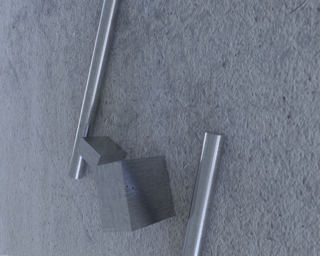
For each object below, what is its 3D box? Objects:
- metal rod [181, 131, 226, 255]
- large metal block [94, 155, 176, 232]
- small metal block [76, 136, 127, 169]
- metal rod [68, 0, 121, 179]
[{"bbox_3d":[0.039,0.152,0.373,0.025,0.025,0.298,16,100,39],"label":"metal rod"},{"bbox_3d":[-0.031,0.081,0.395,0.050,0.081,0.080,-17,79,39],"label":"large metal block"},{"bbox_3d":[-0.086,0.036,0.460,0.050,0.050,0.025,37,113,34],"label":"small metal block"},{"bbox_3d":[-0.105,-0.060,0.491,0.025,0.025,0.298,24,105,37],"label":"metal rod"}]
